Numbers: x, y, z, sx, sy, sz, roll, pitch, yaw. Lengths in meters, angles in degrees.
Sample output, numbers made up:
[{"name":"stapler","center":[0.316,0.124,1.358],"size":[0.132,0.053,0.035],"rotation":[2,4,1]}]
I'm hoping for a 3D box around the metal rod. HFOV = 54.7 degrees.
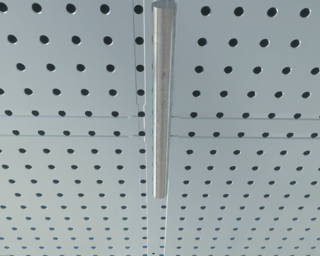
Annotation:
[{"name":"metal rod","center":[0.002,-0.009,0.403],"size":[0.025,0.025,0.298],"rotation":[0,130,-1]}]
